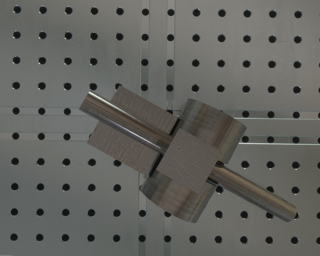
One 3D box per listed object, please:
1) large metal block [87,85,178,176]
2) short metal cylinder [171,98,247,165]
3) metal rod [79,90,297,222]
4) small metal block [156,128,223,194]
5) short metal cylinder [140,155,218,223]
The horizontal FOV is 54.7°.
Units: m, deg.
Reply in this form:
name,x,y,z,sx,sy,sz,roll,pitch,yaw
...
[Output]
name,x,y,z,sx,sy,sz,roll,pitch,yaw
large metal block,-0.033,0.003,0.395,0.080,0.050,0.080,29,90,0
short metal cylinder,0.059,0.004,0.383,0.080,0.080,0.050,28,90,0
metal rod,0.046,0.041,0.371,0.301,0.025,0.025,30,90,-16
small metal block,0.031,0.035,0.331,0.050,0.025,0.050,29,90,8
short metal cylinder,0.023,0.072,0.382,0.080,0.080,0.050,30,90,0
